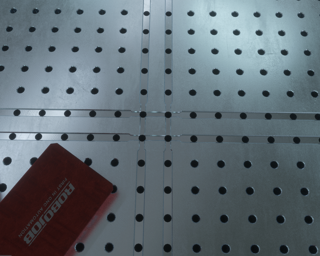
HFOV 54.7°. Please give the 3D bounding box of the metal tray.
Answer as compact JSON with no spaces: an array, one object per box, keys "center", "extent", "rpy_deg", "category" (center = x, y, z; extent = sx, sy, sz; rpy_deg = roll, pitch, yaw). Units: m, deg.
[{"center":[-0.129,0.093,0.357],"extent":[0.090,0.030,0.130],"rpy_deg":[39,73,-10],"category":"metal tray"}]
